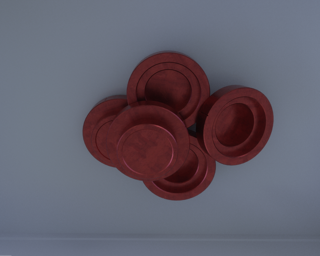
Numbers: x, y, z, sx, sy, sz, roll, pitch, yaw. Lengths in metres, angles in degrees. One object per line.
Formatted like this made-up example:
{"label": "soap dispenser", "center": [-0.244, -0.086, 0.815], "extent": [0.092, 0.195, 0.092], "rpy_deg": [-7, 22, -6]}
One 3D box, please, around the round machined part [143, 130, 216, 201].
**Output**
{"label": "round machined part", "center": [0.023, 0.045, 0.417], "extent": [0.099, 0.042, 0.097], "rpy_deg": [0, 110, -1]}

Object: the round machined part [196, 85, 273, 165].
{"label": "round machined part", "center": [0.088, -0.006, 0.388], "extent": [0.099, 0.042, 0.097], "rpy_deg": [-7, 109, -20]}

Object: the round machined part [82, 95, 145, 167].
{"label": "round machined part", "center": [-0.051, 0.009, 0.401], "extent": [0.099, 0.042, 0.097], "rpy_deg": [0, 110, -1]}

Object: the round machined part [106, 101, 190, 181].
{"label": "round machined part", "center": [-0.014, 0.020, 0.361], "extent": [0.099, 0.042, 0.097], "rpy_deg": [0, 110, -1]}

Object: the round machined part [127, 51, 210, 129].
{"label": "round machined part", "center": [0.010, -0.046, 0.384], "extent": [0.099, 0.042, 0.097], "rpy_deg": [0, 110, -1]}
